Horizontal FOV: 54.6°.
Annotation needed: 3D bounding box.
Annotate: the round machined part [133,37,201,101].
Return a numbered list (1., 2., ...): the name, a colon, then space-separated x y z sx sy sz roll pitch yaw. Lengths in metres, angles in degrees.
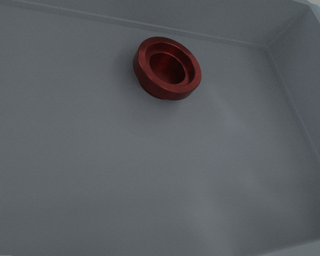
1. round machined part: 0.007 -0.080 0.447 0.099 0.042 0.098 13 56 -21
